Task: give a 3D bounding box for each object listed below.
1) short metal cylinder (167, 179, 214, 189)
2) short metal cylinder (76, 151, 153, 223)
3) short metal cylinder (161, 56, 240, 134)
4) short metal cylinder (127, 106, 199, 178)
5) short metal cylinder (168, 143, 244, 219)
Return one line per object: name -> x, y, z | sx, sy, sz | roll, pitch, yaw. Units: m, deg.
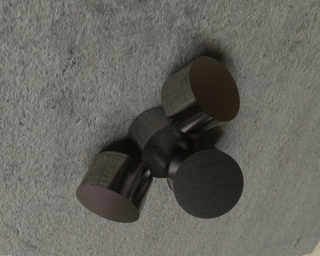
short metal cylinder -> 0.057, 0.069, 0.446 | 0.080, 0.080, 0.050 | -46, 129, 4
short metal cylinder -> -0.055, 0.074, 0.381 | 0.080, 0.050, 0.080 | 12, 139, 11
short metal cylinder -> 0.048, -0.038, 0.368 | 0.081, 0.080, 0.050 | 14, 154, -34
short metal cylinder -> 0.003, 0.018, 0.405 | 0.081, 0.050, 0.079 | -14, 124, -21
short metal cylinder -> 0.052, 0.061, 0.372 | 0.081, 0.050, 0.079 | -1, 96, -6
